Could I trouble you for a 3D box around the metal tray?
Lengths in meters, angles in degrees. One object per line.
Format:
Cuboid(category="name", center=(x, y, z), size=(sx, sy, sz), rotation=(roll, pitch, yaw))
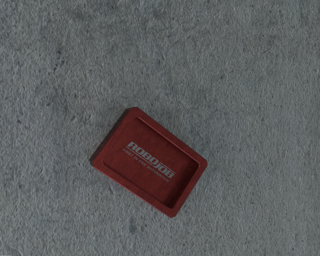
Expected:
Cuboid(category="metal tray", center=(-0.012, 0.045, 0.404), size=(0.130, 0.030, 0.090), rotation=(38, 78, -17))
